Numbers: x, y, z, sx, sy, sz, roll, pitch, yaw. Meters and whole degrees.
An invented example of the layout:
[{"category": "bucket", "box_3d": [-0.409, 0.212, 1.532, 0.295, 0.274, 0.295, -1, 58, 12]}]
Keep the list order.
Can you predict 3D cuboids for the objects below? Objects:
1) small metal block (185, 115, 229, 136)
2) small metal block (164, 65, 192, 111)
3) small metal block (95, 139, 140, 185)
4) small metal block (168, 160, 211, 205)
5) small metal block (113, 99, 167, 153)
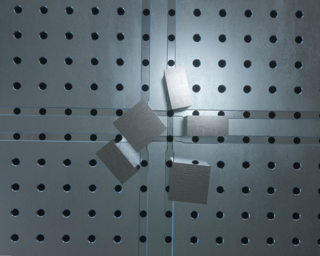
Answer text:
[{"category": "small metal block", "box_3d": [0.058, -0.003, 0.401, 0.050, 0.050, 0.025, 1, 90, 0]}, {"category": "small metal block", "box_3d": [0.022, -0.050, 0.401, 0.025, 0.050, 0.050, -11, 90, 0]}, {"category": "small metal block", "box_3d": [-0.053, 0.042, 0.401, 0.025, 0.050, 0.050, -41, 90, 0]}, {"category": "small metal block", "box_3d": [0.038, 0.072, 0.414, 0.050, 0.025, 0.050, 6, 90, 0]}, {"category": "small metal block", "box_3d": [-0.026, -0.003, 0.413, 0.050, 0.025, 0.050, -39, 90, 0]}]
